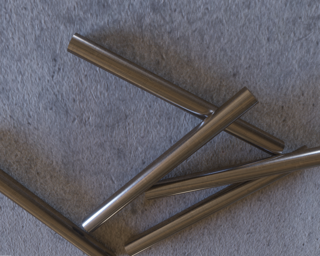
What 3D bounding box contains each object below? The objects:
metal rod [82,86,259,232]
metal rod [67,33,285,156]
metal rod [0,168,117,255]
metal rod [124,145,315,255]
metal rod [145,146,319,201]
[{"bbox_3d":[0.001,0.052,0.412,0.299,0.025,0.025,-41,106,19],"label":"metal rod"},{"bbox_3d":[0.028,-0.037,0.396,0.301,0.025,0.025,26,108,-10],"label":"metal rod"},{"bbox_3d":[-0.183,0.111,0.447,0.300,0.025,0.025,43,104,-15],"label":"metal rod"},{"bbox_3d":[0.079,0.110,0.451,0.300,0.025,0.025,-31,108,10],"label":"metal rod"},{"bbox_3d":[0.125,0.056,0.414,0.301,0.025,0.025,-14,110,11],"label":"metal rod"}]
